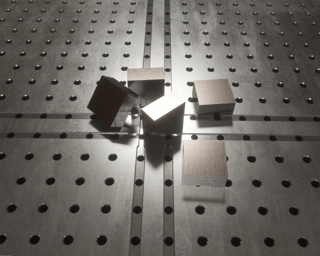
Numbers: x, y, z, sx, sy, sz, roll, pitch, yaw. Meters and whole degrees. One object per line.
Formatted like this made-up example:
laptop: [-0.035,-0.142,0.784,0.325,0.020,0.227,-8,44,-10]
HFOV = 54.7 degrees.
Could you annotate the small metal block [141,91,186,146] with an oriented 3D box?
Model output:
small metal block: [0.005,-0.012,0.402,0.050,0.050,0.025,-33,58,-25]

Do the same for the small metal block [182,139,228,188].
small metal block: [0.053,0.042,0.373,0.050,0.025,0.050,3,50,2]

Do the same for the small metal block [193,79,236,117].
small metal block: [0.076,-0.044,0.445,0.050,0.025,0.050,-4,50,-4]

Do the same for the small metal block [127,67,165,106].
small metal block: [-0.020,-0.058,0.440,0.050,0.050,0.025,-3,50,-3]

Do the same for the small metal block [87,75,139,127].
small metal block: [-0.064,-0.036,0.418,0.050,0.050,0.025,36,17,26]
